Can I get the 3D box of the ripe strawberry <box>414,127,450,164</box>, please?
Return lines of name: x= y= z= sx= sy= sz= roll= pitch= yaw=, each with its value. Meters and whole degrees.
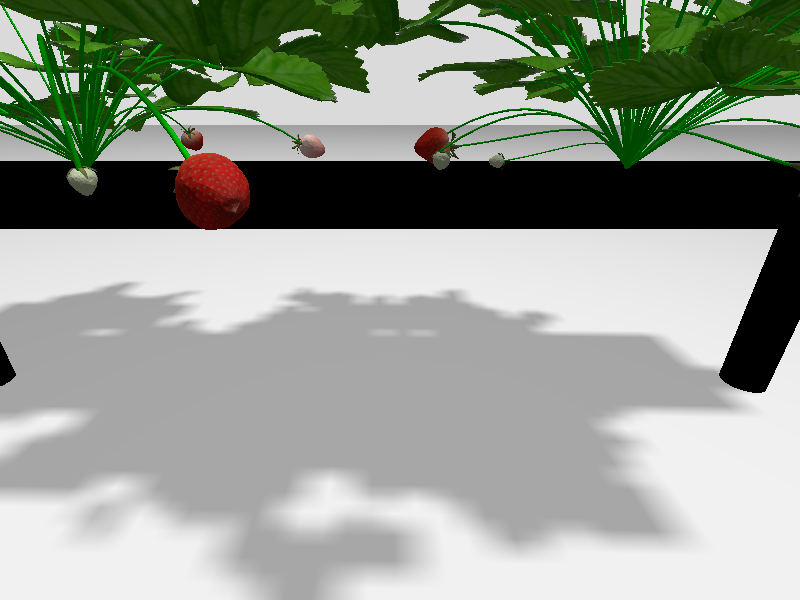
ripe strawberry: x=0.028 y=-0.133 z=0.346 sx=0.031 sy=0.030 sz=0.034 roll=2 pitch=25 yaw=6

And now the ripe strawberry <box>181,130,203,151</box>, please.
ripe strawberry: x=-0.253 y=-0.195 z=0.491 sx=0.025 sy=0.021 sz=0.025 roll=1 pitch=-24 yaw=2

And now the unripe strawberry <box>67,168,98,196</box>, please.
unripe strawberry: x=-0.138 y=-0.051 z=0.175 sx=0.011 sy=0.011 sz=0.011 roll=-17 pitch=30 yaw=-32

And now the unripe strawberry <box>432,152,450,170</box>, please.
unripe strawberry: x=0.033 y=-0.112 z=0.322 sx=0.014 sy=0.014 sz=0.013 roll=6 pitch=24 yaw=-7

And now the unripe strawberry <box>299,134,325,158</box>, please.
unripe strawberry: x=-0.086 y=-0.150 z=0.394 sx=0.025 sy=0.022 sz=0.025 roll=7 pitch=20 yaw=-27

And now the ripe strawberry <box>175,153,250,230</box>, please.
ripe strawberry: x=-0.070 y=-0.041 z=0.155 sx=0.027 sy=0.029 sz=0.029 roll=-23 pitch=47 yaw=-40

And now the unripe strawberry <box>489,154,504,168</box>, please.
unripe strawberry: x=0.080 y=-0.115 z=0.331 sx=0.012 sy=0.010 sz=0.012 roll=-1 pitch=25 yaw=-1
